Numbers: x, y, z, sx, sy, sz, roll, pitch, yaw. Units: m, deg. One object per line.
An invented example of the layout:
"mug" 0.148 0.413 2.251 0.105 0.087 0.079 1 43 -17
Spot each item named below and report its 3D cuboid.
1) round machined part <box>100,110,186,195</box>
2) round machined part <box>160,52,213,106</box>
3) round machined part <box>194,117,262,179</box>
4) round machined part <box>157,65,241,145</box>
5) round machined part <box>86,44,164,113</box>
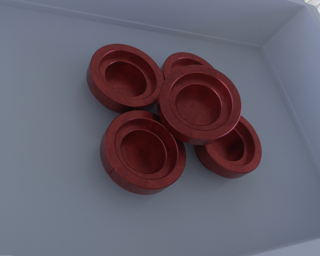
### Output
"round machined part" -0.023 0.031 0.363 0.099 0.042 0.098 14 56 -21
"round machined part" 0.041 -0.059 0.453 0.099 0.042 0.098 14 56 -21
"round machined part" 0.087 0.024 0.427 0.099 0.042 0.098 14 56 -21
"round machined part" 0.045 -0.025 0.379 0.099 0.042 0.098 3 68 -8
"round machined part" -0.047 -0.058 0.404 0.099 0.042 0.098 14 56 -21
